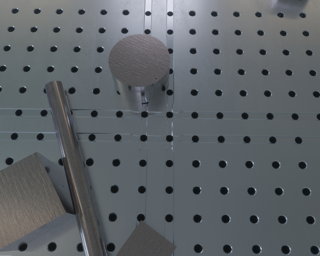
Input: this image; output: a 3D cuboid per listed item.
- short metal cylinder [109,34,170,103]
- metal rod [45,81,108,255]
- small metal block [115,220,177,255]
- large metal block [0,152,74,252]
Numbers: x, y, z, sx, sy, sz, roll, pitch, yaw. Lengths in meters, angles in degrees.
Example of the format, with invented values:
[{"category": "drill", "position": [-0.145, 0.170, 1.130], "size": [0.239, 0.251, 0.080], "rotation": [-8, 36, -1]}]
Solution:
[{"category": "short metal cylinder", "position": [-0.027, -0.081, 0.428], "size": [0.081, 0.050, 0.080], "rotation": [0, 70, 0]}, {"category": "metal rod", "position": [-0.100, 0.074, 0.383], "size": [0.025, 0.025, 0.299], "rotation": [-18, 71, -6]}, {"category": "small metal block", "position": [-0.016, 0.144, 0.359], "size": [0.050, 0.025, 0.050], "rotation": [34, 73, 11]}, {"category": "large metal block", "position": [-0.158, 0.087, 0.365], "size": [0.080, 0.050, 0.080], "rotation": [-29, 73, -10]}]
